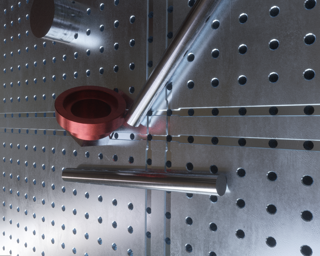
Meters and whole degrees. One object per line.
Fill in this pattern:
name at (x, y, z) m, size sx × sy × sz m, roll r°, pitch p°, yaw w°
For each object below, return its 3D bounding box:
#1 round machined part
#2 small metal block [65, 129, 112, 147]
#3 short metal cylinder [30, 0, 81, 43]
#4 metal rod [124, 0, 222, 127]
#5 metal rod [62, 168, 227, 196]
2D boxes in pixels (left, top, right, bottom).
round machined part at (-0.100, -0.019, 0.450) m, size 0.098 × 0.099 × 0.042 m, roll 39°, pitch 135°, yaw 33°
small metal block at (-0.112, 0.004, 0.486) m, size 0.050 × 0.050 × 0.025 m, roll 38°, pitch 114°, yaw 33°
short metal cylinder at (-0.185, -0.194, 0.546) m, size 0.080 × 0.050 × 0.080 m, roll 0°, pitch 90°, yaw 40°
metal rod at (0.037, -0.120, 0.378) m, size 0.025 × 0.025 × 0.298 m, roll 50°, pitch 119°, yaw 28°
metal rod at (-0.046, 0.073, 0.447) m, size 0.300 × 0.025 × 0.025 m, roll -4°, pitch 87°, yaw 40°
